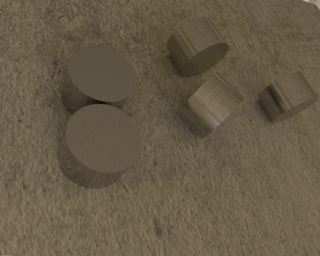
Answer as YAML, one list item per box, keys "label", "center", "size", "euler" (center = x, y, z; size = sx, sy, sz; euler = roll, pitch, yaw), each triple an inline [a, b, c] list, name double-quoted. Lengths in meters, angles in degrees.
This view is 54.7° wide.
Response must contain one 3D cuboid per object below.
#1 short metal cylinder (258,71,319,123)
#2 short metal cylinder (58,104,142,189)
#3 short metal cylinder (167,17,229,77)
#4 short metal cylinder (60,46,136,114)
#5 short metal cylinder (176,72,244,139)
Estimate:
- label: "short metal cylinder"
  center: [0.213, -0.050, 0.516]
  size: [0.081, 0.080, 0.050]
  euler: [-13, 69, -34]
- label: "short metal cylinder"
  center: [-0.067, 0.021, 0.340]
  size: [0.081, 0.050, 0.080]
  euler: [14, 56, -21]
- label: "short metal cylinder"
  center: [0.057, -0.123, 0.477]
  size: [0.081, 0.080, 0.050]
  euler: [-17, 71, -35]
- label: "short metal cylinder"
  center: [-0.076, -0.052, 0.380]
  size: [0.081, 0.050, 0.080]
  euler: [14, 56, -21]
- label: "short metal cylinder"
  center: [0.068, -0.031, 0.426]
  size: [0.050, 0.080, 0.080]
  euler: [45, 51, 2]
